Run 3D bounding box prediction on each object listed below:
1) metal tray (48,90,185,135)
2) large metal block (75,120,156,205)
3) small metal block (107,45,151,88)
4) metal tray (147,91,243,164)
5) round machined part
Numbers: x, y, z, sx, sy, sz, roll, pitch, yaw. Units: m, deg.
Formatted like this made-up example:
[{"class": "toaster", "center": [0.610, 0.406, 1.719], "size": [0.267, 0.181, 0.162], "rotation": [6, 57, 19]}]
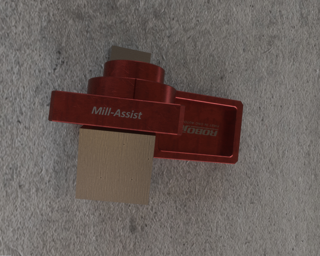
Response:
[{"class": "metal tray", "center": [-0.043, -0.014, 0.342], "size": [0.131, 0.090, 0.030], "rotation": [6, 89, -2]}, {"class": "large metal block", "center": [-0.049, 0.038, 0.360], "size": [0.081, 0.050, 0.079], "rotation": [6, 101, -3]}, {"class": "small metal block", "center": [-0.042, -0.073, 0.396], "size": [0.050, 0.025, 0.050], "rotation": [7, 88, -20]}, {"class": "metal tray", "center": [0.048, 0.000, 0.426], "size": [0.131, 0.030, 0.089], "rotation": [7, 88, -20]}, {"class": "round machined part", "center": [-0.030, -0.048, 0.349], "size": [0.099, 0.098, 0.042], "rotation": [6, 88, -20]}]
